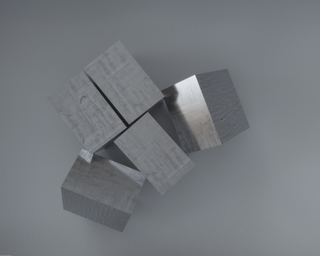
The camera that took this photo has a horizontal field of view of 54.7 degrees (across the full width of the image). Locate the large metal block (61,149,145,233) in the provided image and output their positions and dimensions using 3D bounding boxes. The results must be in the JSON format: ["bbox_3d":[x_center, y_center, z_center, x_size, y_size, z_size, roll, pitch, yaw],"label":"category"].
[{"bbox_3d":[-0.069,0.079,0.375,0.080,0.080,0.050,22,55,-1],"label":"large metal block"}]

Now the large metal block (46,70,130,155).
[{"bbox_3d":[-0.081,-0.017,0.382,0.050,0.080,0.080,-38,90,0],"label":"large metal block"}]

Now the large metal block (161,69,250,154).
[{"bbox_3d":[0.058,-0.022,0.377,0.050,0.081,0.080,-21,90,40],"label":"large metal block"}]

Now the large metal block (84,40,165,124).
[{"bbox_3d":[-0.040,-0.051,0.382,0.050,0.080,0.080,-39,91,0],"label":"large metal block"}]

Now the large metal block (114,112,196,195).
[{"bbox_3d":[-0.006,0.028,0.382,0.050,0.080,0.080,-42,91,0],"label":"large metal block"}]
